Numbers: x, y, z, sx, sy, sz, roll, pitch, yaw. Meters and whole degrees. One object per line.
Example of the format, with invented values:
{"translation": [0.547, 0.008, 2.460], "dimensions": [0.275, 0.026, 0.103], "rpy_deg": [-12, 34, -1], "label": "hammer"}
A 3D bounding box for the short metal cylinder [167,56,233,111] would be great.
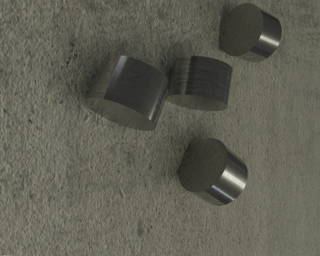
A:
{"translation": [0.053, -0.057, 0.413], "dimensions": [0.081, 0.080, 0.050], "rpy_deg": [16, 80, -39], "label": "short metal cylinder"}

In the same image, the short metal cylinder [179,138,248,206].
{"translation": [0.073, 0.061, 0.430], "dimensions": [0.050, 0.080, 0.080], "rpy_deg": [37, 67, -34], "label": "short metal cylinder"}

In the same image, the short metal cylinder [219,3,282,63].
{"translation": [0.141, -0.147, 0.486], "dimensions": [0.050, 0.080, 0.080], "rpy_deg": [5, 87, -40], "label": "short metal cylinder"}

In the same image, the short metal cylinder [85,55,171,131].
{"translation": [-0.034, -0.036, 0.340], "dimensions": [0.080, 0.080, 0.050], "rpy_deg": [31, 71, -36], "label": "short metal cylinder"}
